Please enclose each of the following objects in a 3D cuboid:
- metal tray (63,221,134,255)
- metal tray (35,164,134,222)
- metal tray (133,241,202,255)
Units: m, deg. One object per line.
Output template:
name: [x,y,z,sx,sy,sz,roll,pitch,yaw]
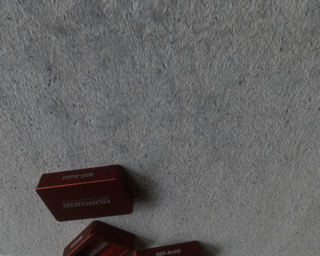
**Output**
metal tray: [-0.121,0.236,0.603,0.090,0.030,0.129,29,124,-23]
metal tray: [-0.115,0.106,0.493,0.131,0.030,0.090,-8,130,6]
metal tray: [0.010,0.269,0.612,0.131,0.030,0.089,-3,132,-16]
